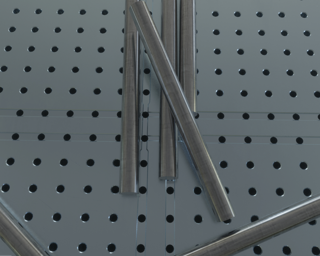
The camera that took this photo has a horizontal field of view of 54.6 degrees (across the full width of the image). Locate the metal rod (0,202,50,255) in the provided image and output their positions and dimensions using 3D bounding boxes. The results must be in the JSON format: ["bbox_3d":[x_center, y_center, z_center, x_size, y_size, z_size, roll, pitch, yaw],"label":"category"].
[{"bbox_3d":[-0.185,0.115,0.368,0.300,0.025,0.025,40,75,13],"label":"metal rod"}]

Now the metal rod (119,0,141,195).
[{"bbox_3d":[-0.040,-0.060,0.433,0.025,0.025,0.299,-1,70,0],"label":"metal rod"}]

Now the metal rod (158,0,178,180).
[{"bbox_3d":[0.013,-0.078,0.440,0.025,0.025,0.299,1,70,0],"label":"metal rod"}]

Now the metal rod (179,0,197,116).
[{"bbox_3d":[0.042,-0.159,0.470,0.025,0.025,0.299,2,70,1],"label":"metal rod"}]

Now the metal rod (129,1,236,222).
[{"bbox_3d":[0.025,-0.028,0.398,0.025,0.025,0.299,-21,80,-7],"label":"metal rod"}]

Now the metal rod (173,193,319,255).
[{"bbox_3d":[0.102,0.128,0.365,0.302,0.025,0.025,-20,71,-7],"label":"metal rod"}]
